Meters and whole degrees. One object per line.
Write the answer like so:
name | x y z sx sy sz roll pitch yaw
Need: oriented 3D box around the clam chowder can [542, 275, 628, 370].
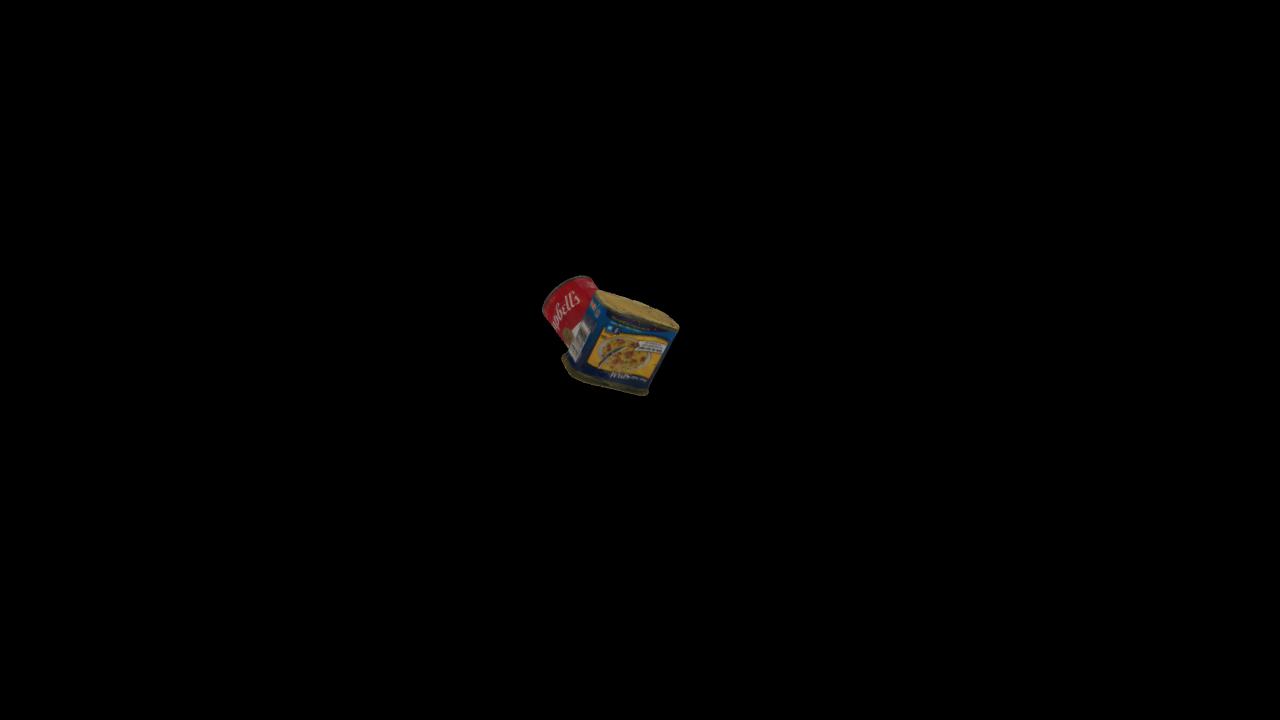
clam chowder can | -0.051 -0.032 0.666 0.068 0.102 0.068 -33 -21 -14

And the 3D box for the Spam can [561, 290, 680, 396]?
Spam can | -0.019 -0.018 0.652 0.101 0.085 0.058 14 23 -33
